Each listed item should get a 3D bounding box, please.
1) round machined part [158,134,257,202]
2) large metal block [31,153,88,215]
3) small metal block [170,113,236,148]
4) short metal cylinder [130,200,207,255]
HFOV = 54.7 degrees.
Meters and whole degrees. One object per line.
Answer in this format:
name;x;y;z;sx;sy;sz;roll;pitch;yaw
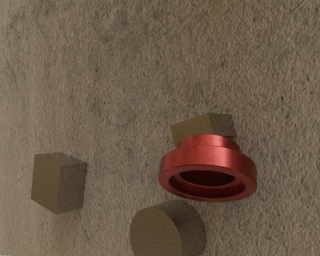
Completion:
round machined part;0.050;0.041;0.324;0.098;0.098;0.042;-20;49;38
large metal block;-0.173;0.091;0.528;0.080;0.050;0.079;12;98;39
small metal block;0.049;0.003;0.347;0.050;0.050;0.025;-20;77;38
short metal cylinder;0.009;0.133;0.379;0.080;0.050;0.079;0;90;39
